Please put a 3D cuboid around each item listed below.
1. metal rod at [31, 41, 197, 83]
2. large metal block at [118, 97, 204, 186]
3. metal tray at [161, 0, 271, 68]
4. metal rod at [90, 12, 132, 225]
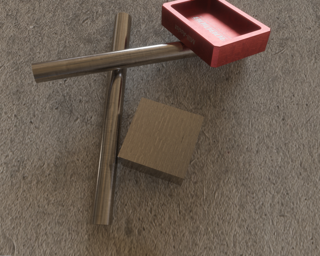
[{"bbox_3d":[-0.014,-0.100,0.423,0.302,0.025,0.025,-12,71,-13],"label":"metal rod"},{"bbox_3d":[0.002,0.018,0.388,0.080,0.050,0.080,18,71,6],"label":"large metal block"},{"bbox_3d":[0.072,-0.139,0.424,0.091,0.030,0.130,-22,51,-21],"label":"metal tray"},{"bbox_3d":[-0.062,-0.026,0.416,0.025,0.025,0.299,3,70,1],"label":"metal rod"}]
